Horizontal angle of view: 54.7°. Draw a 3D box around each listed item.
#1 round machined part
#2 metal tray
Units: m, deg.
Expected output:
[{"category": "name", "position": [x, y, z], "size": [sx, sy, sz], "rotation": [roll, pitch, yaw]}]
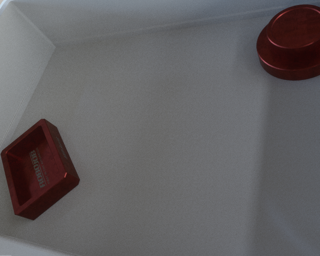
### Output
[{"category": "round machined part", "position": [0.167, -0.109, 0.374], "size": [0.098, 0.042, 0.098], "rotation": [-13, 56, 20]}, {"category": "metal tray", "position": [-0.181, 0.057, 0.460], "size": [0.090, 0.030, 0.130], "rotation": [-39, 51, 1]}]
